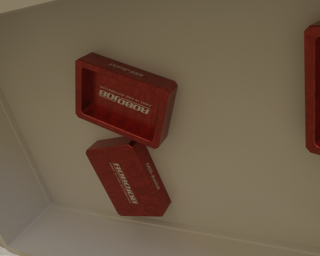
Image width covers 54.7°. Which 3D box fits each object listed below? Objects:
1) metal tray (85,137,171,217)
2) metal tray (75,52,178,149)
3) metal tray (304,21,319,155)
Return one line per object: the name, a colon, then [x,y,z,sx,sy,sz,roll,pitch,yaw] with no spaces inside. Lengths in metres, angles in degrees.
metal tray: [-0.048,0.077,0.478,0.090,0.030,0.129,-10,114,32]
metal tray: [-0.049,-0.036,0.408,0.130,0.030,0.089,22,127,15]
metal tray: [0.177,-0.028,0.270,0.090,0.030,0.129,20,131,49]
